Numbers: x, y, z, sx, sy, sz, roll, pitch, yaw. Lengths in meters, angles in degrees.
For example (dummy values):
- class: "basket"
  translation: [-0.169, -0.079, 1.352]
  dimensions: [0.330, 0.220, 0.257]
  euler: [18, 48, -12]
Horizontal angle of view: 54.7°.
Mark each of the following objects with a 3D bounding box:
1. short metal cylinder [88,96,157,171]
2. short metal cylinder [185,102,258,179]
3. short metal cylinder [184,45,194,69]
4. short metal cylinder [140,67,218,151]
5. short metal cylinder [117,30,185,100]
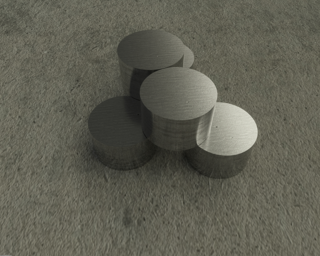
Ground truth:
- class: "short metal cylinder"
  translation: [-0.044, 0.006, 0.383]
  dimensions: [0.080, 0.050, 0.080]
  euler: [0, 50, 0]
- class: "short metal cylinder"
  translation: [0.072, 0.015, 0.376]
  dimensions: [0.080, 0.050, 0.080]
  euler: [0, 50, 0]
- class: "short metal cylinder"
  translation: [0.009, -0.085, 0.460]
  dimensions: [0.080, 0.050, 0.080]
  euler: [0, 50, 0]
- class: "short metal cylinder"
  translation: [0.019, -0.022, 0.341]
  dimensions: [0.081, 0.050, 0.080]
  euler: [1, 50, 0]
- class: "short metal cylinder"
  translation: [-0.011, -0.079, 0.389]
  dimensions: [0.080, 0.050, 0.080]
  euler: [0, 50, 0]
